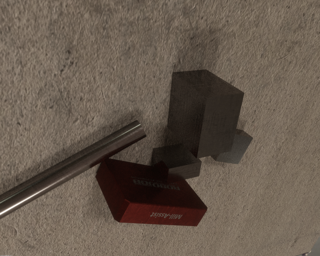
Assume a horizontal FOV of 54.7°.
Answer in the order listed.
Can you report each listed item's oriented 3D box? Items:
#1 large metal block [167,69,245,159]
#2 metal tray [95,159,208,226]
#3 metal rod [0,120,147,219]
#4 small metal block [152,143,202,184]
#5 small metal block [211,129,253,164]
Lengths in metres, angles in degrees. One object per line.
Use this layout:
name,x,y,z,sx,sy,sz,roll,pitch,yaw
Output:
large metal block,0.053,-0.021,0.389,0.050,0.080,0.079,-10,123,-24
metal tray,-0.011,0.086,0.413,0.131,0.090,0.030,16,110,-35
metal rod,-0.153,0.073,0.369,0.302,0.025,0.025,-29,129,-10
small metal block,0.022,0.048,0.435,0.050,0.050,0.025,-8,122,-24
small metal block,0.110,0.027,0.486,0.050,0.025,0.050,11,113,-34
